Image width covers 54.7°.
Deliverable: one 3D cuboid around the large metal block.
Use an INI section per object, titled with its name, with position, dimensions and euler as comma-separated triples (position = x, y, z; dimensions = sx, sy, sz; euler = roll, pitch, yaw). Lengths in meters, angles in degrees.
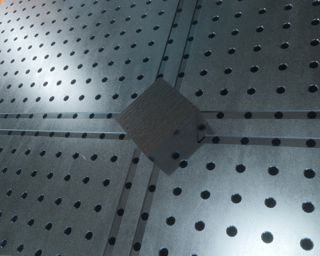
[large metal block]
position = 0.003, -0.005, 0.392
dimensions = 0.080, 0.050, 0.080
euler = -43, 51, -2
